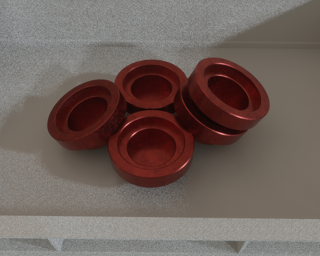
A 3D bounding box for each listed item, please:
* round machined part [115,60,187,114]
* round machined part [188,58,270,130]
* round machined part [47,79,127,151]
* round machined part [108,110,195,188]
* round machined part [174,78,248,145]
[{"bbox_3d":[-0.012,-0.048,0.432,0.099,0.042,0.098,0,50,0],"label":"round machined part"},{"bbox_3d":[0.077,-0.036,0.372,0.099,0.042,0.098,15,48,-17],"label":"round machined part"},{"bbox_3d":[-0.086,-0.012,0.388,0.098,0.042,0.098,-13,48,16],"label":"round machined part"},{"bbox_3d":[-0.010,0.028,0.367,0.099,0.042,0.098,0,50,0],"label":"round machined part"},{"bbox_3d":[0.062,-0.018,0.393,0.099,0.042,0.098,15,47,-17],"label":"round machined part"}]
